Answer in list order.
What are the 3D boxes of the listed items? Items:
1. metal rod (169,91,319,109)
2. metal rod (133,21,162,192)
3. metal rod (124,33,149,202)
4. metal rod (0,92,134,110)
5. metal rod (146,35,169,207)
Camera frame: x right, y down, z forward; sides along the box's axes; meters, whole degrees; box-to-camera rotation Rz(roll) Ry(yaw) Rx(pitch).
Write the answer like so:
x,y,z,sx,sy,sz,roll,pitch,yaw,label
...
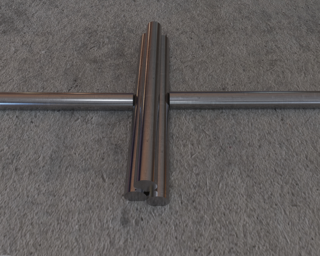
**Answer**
x,y,z,sx,sy,sz,roll,pitch,yaw,label
0.164,-0.040,0.440,0.302,0.025,0.025,0,50,-1,metal rod
-0.013,-0.053,0.423,0.025,0.025,0.300,1,50,0,metal rod
-0.024,-0.039,0.438,0.025,0.025,0.300,1,50,0,metal rod
-0.188,-0.038,0.434,0.302,0.025,0.025,0,50,0,metal rod
0.000,-0.034,0.434,0.025,0.025,0.300,1,50,0,metal rod
